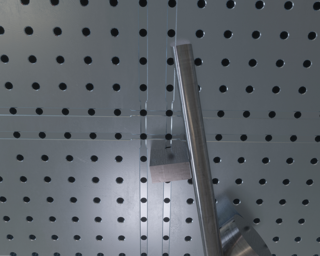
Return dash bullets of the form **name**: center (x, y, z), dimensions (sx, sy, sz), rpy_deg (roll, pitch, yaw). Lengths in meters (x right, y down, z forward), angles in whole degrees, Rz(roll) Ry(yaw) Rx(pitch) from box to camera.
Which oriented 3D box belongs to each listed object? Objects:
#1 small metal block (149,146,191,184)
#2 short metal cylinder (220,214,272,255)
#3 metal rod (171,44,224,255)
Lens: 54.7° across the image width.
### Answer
- **small metal block**: center (0.013, 0.048, 0.418), dimensions (0.050, 0.050, 0.025), rpy_deg (-7, 110, 2)
- **short metal cylinder**: center (0.116, 0.174, 0.450), dimensions (0.080, 0.080, 0.050), rpy_deg (42, 105, -14)
- **metal rod**: center (0.051, 0.046, 0.394), dimensions (0.025, 0.025, 0.298), rpy_deg (-9, 96, 3)
